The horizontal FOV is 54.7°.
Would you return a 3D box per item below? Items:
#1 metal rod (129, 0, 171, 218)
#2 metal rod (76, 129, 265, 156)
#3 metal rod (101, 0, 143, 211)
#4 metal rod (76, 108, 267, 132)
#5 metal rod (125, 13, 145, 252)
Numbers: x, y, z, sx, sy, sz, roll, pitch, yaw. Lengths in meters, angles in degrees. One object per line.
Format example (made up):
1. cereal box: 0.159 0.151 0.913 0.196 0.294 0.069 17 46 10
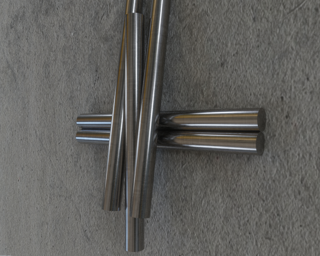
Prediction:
1. metal rod: -0.010 -0.042 0.385 0.025 0.025 0.298 0 82 39
2. metal rod: -0.012 0.015 0.415 0.300 0.025 0.025 1 91 39
3. metal rod: -0.049 -0.042 0.417 0.025 0.025 0.298 0 82 39
4. metal rod: -0.011 -0.010 0.414 0.300 0.025 0.025 1 91 39
5. metal rod: -0.032 0.005 0.398 0.025 0.025 0.298 0 90 39
